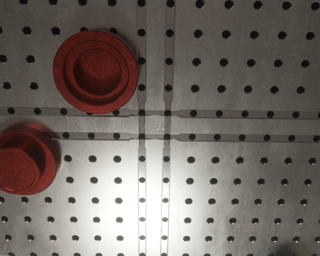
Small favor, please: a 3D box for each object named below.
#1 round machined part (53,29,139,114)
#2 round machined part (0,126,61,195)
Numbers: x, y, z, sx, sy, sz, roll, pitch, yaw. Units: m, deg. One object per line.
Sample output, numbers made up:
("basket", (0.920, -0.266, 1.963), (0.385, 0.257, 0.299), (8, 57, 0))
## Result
("round machined part", (-0.074, -0.070, 0.378), (0.099, 0.042, 0.097), (0, 110, -1))
("round machined part", (-0.190, 0.050, 0.420), (0.099, 0.042, 0.097), (0, 110, -1))
